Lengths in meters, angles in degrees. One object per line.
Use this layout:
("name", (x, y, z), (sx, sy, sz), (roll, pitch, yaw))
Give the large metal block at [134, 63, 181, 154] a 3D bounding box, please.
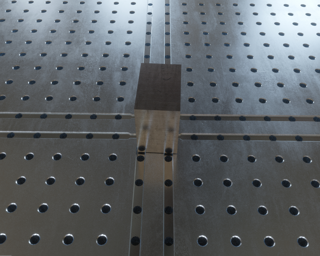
("large metal block", (-0.001, -0.024, 0.391), (0.050, 0.080, 0.080), (3, 50, 2))
